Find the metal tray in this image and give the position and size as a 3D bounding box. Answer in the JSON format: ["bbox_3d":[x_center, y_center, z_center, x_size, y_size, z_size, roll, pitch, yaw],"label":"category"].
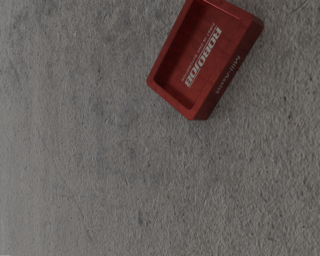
[{"bbox_3d":[0.046,-0.084,0.363,0.090,0.030,0.129,43,116,31],"label":"metal tray"}]
